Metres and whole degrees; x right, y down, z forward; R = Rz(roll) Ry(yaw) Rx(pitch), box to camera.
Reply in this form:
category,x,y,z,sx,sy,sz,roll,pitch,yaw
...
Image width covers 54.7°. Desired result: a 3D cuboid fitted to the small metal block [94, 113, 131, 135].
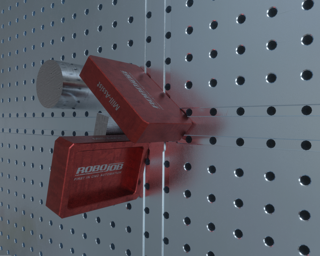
category,x,y,z,sx,sy,sz,roll,pitch,yaw
small metal block,-0.067,0.006,0.446,0.025,0.050,0.050,19,102,38

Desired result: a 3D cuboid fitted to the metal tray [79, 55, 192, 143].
category,x,y,z,sx,sy,sz,roll,pitch,yaw
metal tray,-0.031,-0.037,0.390,0.130,0.091,0.030,49,119,28

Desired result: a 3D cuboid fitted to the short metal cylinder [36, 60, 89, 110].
category,x,y,z,sx,sy,sz,roll,pitch,yaw
short metal cylinder,-0.166,-0.072,0.527,0.080,0.050,0.079,0,90,39

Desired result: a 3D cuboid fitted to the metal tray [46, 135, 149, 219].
category,x,y,z,sx,sy,sz,roll,pitch,yaw
metal tray,-0.075,0.056,0.401,0.030,0.131,0.089,18,102,38
